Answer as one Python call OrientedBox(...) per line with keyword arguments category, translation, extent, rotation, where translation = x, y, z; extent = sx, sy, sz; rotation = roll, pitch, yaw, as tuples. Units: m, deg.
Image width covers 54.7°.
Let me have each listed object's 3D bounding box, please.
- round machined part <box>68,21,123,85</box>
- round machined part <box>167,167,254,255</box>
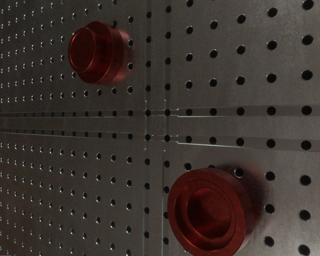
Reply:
OrientedBox(category="round machined part", translation=(-0.106, -0.118, 0.483), extent=(0.098, 0.042, 0.097), rotation=(0, 90, 39))
OrientedBox(category="round machined part", translation=(0.059, 0.093, 0.348), extent=(0.098, 0.042, 0.097), rotation=(0, 90, 39))
